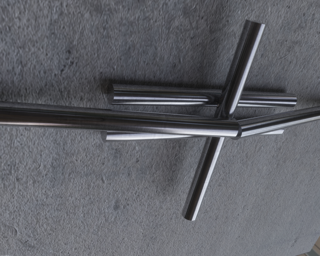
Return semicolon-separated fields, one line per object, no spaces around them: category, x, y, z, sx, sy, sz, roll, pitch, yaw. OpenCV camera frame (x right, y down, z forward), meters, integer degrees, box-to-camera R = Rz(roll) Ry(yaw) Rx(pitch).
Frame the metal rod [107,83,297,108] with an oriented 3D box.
metal rod;0.076;-0.041;0.426;0.303;0.025;0.025;-1;119;-28

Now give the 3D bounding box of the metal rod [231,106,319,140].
metal rod;0.217;-0.016;0.487;0.303;0.025;0.025;-9;123;-36

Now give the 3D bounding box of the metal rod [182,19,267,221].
metal rod;0.079;0.006;0.425;0.025;0.025;0.298;0;119;-29

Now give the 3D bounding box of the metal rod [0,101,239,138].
metal rod;-0.048;-0.008;0.345;0.302;0.025;0.025;3;117;-20

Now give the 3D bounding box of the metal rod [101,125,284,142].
metal rod;0.065;0.002;0.446;0.303;0.025;0.025;-1;119;-28
